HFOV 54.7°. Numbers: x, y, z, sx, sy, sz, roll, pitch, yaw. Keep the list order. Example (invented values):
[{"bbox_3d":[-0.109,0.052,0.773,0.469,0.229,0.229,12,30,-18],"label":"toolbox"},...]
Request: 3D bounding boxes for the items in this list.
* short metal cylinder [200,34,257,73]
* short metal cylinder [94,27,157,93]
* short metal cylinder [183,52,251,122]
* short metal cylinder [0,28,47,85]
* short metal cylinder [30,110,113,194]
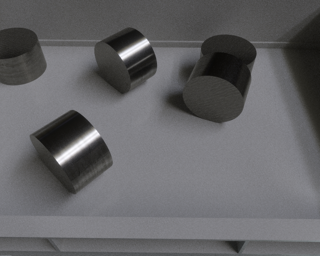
[{"bbox_3d":[0.100,-0.098,0.472,0.080,0.050,0.080,0,50,0],"label":"short metal cylinder"},{"bbox_3d":[-0.050,-0.098,0.451,0.050,0.080,0.080,-37,59,-27],"label":"short metal cylinder"},{"bbox_3d":[0.077,-0.053,0.415,0.080,0.080,0.050,16,52,13],"label":"short metal cylinder"},{"bbox_3d":[-0.224,-0.112,0.481,0.080,0.050,0.080,0,50,0],"label":"short metal cylinder"},{"bbox_3d":[-0.099,0.027,0.346,0.080,0.080,0.050,37,59,27],"label":"short metal cylinder"}]
